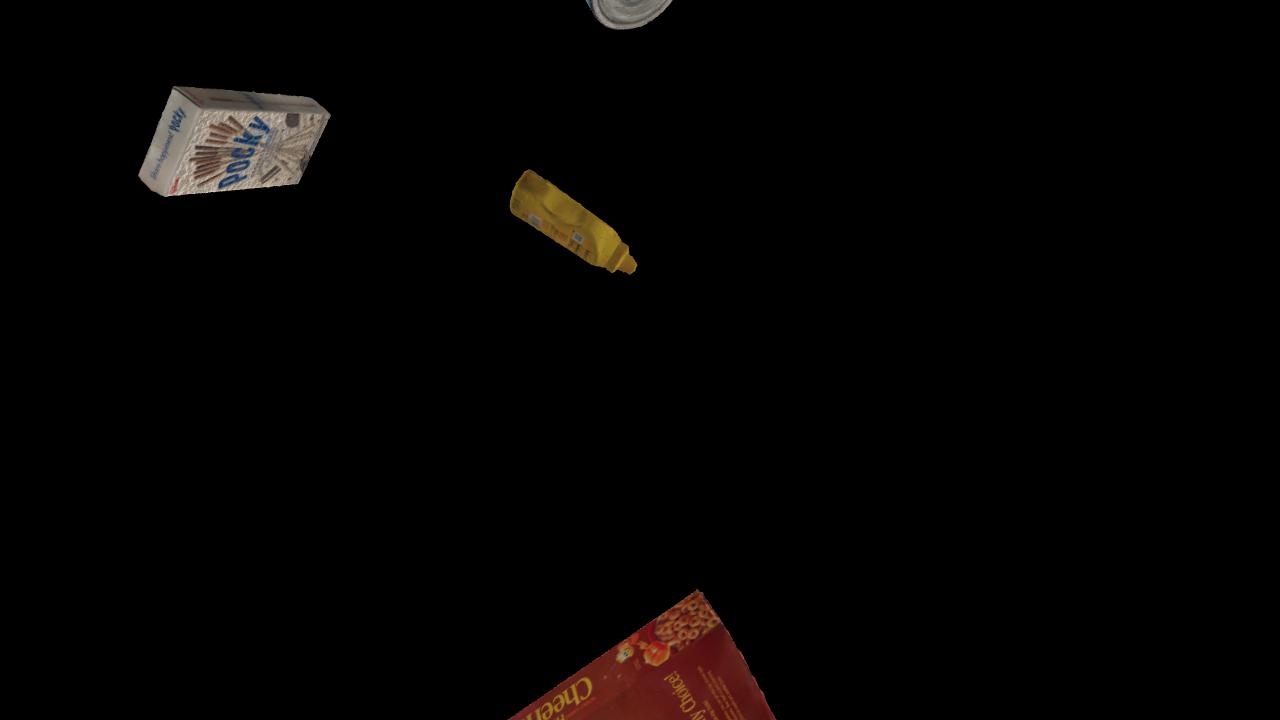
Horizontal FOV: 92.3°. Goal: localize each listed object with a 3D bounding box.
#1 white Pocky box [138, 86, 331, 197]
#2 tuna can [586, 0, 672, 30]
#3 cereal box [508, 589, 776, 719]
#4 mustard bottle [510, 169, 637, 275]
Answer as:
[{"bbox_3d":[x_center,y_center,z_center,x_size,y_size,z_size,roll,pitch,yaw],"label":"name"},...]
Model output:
[{"bbox_3d":[-0.337,-0.186,0.524,0.028,0.084,0.154,39,21,-5],"label":"white Pocky box"},{"bbox_3d":[-0.007,-0.302,0.477,0.084,0.034,0.084,-24,-15,-7],"label":"tuna can"},{"bbox_3d":[-0.010,0.419,0.658,0.306,0.203,0.081,-31,17,-9],"label":"cereal box"},{"bbox_3d":[-0.082,-0.171,0.814,0.184,0.054,0.092,34,-22,-4],"label":"mustard bottle"}]
